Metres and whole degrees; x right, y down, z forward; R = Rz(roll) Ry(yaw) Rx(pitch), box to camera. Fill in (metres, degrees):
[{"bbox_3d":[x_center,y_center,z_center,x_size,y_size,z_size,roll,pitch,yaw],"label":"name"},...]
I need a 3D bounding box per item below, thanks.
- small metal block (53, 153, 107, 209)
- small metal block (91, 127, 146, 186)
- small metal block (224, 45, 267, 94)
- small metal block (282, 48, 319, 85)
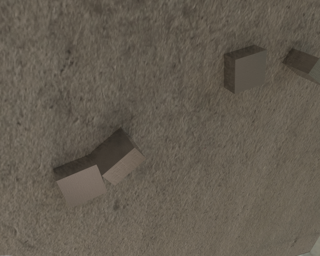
[{"bbox_3d":[-0.101,0.067,0.395,0.050,0.025,0.050,-22,127,-15],"label":"small metal block"},{"bbox_3d":[-0.052,0.034,0.384,0.050,0.050,0.025,-41,130,-1],"label":"small metal block"},{"bbox_3d":[0.116,-0.080,0.423,0.050,0.025,0.050,-20,127,-17],"label":"small metal block"},{"bbox_3d":[0.219,-0.090,0.458,0.050,0.050,0.025,21,107,-36],"label":"small metal block"}]
